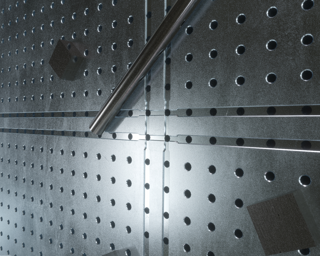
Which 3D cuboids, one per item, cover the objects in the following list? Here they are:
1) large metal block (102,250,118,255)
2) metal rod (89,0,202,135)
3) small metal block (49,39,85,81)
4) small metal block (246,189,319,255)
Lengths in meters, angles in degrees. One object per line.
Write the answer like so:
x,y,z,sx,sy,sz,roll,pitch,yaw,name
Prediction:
-0.088,0.246,0.463,0.080,0.050,0.080,-49,61,28,large metal block
-0.015,-0.098,0.419,0.298,0.025,0.025,-49,61,28,metal rod
-0.164,-0.119,0.542,0.050,0.025,0.050,50,119,28,small metal block
0.122,0.093,0.308,0.050,0.025,0.050,-30,72,35,small metal block
